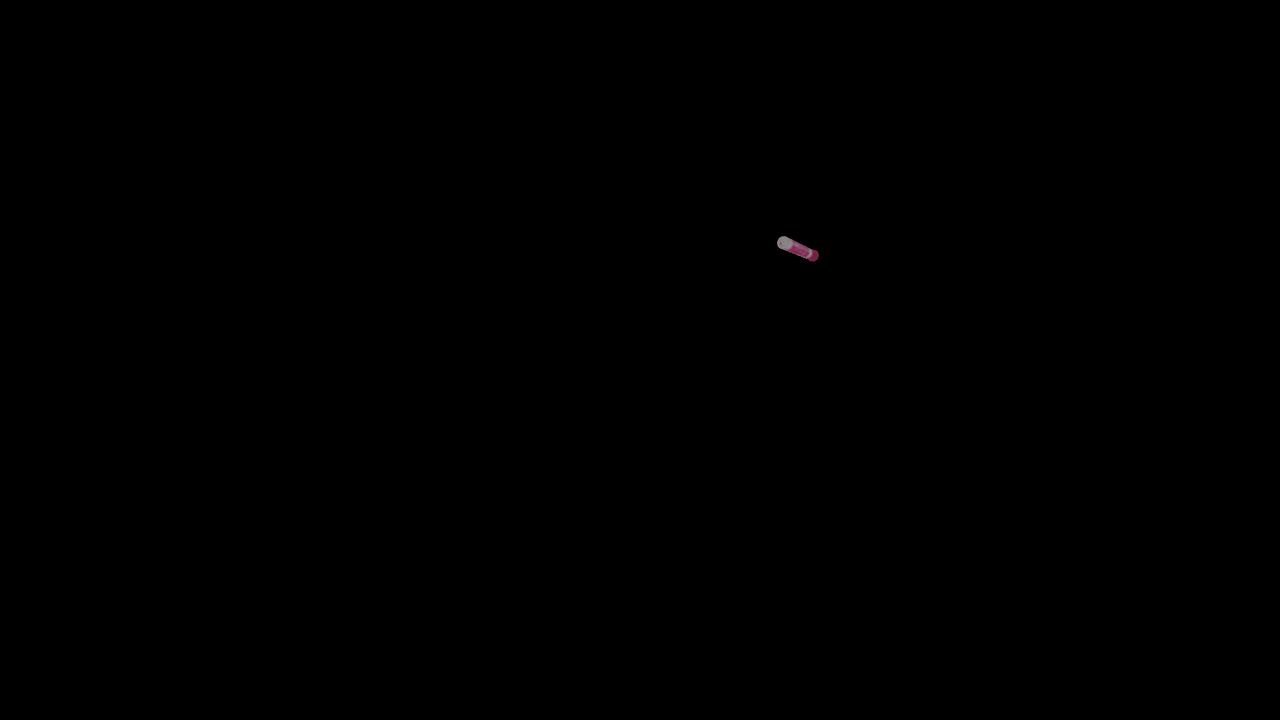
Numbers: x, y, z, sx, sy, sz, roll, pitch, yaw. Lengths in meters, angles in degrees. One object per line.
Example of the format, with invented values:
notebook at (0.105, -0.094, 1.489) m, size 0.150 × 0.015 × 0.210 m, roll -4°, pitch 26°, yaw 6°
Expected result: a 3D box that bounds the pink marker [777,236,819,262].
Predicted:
pink marker at (0.246, -0.170, 0.949) m, size 0.020 × 0.020 × 0.121 m, roll 0°, pitch -2°, yaw 38°
